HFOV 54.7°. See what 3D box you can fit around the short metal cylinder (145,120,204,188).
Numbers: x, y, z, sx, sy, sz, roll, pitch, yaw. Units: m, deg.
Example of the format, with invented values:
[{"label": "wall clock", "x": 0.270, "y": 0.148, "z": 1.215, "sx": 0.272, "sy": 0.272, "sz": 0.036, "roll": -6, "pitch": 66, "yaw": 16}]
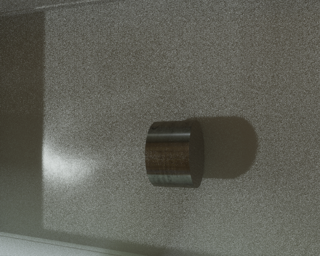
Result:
[{"label": "short metal cylinder", "x": 0.021, "y": 0.031, "z": 0.373, "sx": 0.050, "sy": 0.080, "sz": 0.079, "roll": -2, "pitch": 90, "yaw": 20}]
